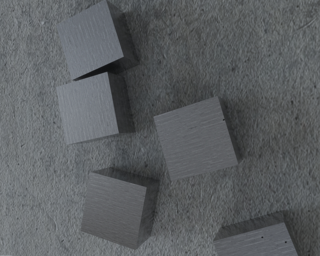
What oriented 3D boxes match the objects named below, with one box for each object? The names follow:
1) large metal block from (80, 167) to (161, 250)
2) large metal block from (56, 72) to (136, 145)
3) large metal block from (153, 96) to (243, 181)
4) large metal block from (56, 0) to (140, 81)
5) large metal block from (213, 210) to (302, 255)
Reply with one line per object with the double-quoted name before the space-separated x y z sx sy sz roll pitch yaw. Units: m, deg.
"large metal block" -0.052 0.103 0.414 0.080 0.050 0.079 11 94 19
"large metal block" -0.088 -0.025 0.427 0.080 0.050 0.080 -12 86 19
"large metal block" 0.048 0.013 0.379 0.080 0.050 0.080 -17 84 19
"large metal block" -0.084 -0.114 0.425 0.080 0.050 0.080 -20 84 19
"large metal block" 0.117 0.150 0.354 0.080 0.050 0.080 -23 83 18
